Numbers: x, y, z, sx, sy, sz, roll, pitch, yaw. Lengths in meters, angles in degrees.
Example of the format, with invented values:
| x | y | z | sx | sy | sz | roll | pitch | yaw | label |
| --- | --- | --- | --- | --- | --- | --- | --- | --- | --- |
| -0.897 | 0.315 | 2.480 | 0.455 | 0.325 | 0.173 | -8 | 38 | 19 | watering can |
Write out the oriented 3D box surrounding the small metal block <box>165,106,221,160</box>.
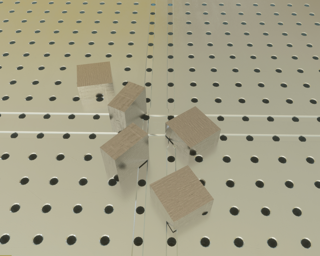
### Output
| x | y | z | sx | sy | sz | roll | pitch | yaw | label |
| --- | --- | --- | --- | --- | --- | --- | --- | --- | --- |
| 0.042 | 0.005 | 0.404 | 0.050 | 0.025 | 0.050 | -29 | 56 | -22 | small metal block |

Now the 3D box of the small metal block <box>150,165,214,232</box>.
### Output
| x | y | z | sx | sy | sz | roll | pitch | yaw | label |
| --- | --- | --- | --- | --- | --- | --- | --- | --- | --- |
| 0.023 | 0.077 | 0.344 | 0.050 | 0.025 | 0.050 | -24 | 54 | -19 | small metal block |

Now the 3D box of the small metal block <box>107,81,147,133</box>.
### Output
| x | y | z | sx | sy | sz | roll | pitch | yaw | label |
| --- | --- | --- | --- | --- | --- | --- | --- | --- | --- |
| -0.042 | -0.025 | 0.412 | 0.025 | 0.050 | 0.050 | 23 | 54 | 18 | small metal block |

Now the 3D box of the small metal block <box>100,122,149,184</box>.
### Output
| x | y | z | sx | sy | sz | roll | pitch | yaw | label |
| --- | --- | --- | --- | --- | --- | --- | --- | --- | --- |
| -0.040 | 0.030 | 0.366 | 0.025 | 0.050 | 0.050 | 36 | 59 | 26 | small metal block |

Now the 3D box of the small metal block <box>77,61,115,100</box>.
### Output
| x | y | z | sx | sy | sz | roll | pitch | yaw | label |
| --- | --- | --- | --- | --- | --- | --- | --- | --- | --- |
| -0.097 | -0.072 | 0.468 | 0.050 | 0.025 | 0.050 | -8 | 51 | -7 | small metal block |
